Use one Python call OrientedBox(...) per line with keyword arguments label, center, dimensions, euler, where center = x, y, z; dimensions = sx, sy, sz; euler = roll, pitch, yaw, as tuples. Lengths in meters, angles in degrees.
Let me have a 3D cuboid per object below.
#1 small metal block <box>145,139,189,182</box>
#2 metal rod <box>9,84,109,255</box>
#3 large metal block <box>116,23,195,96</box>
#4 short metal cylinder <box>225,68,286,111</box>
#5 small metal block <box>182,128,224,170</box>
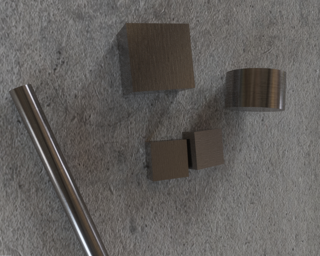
OrientedBox(label="small metal block", center=(0.009, 0.042, 0.414), dimensions=(0.050, 0.025, 0.050), euler=(-4, 92, -20))
OrientedBox(label="metal rod", center=(-0.103, 0.092, 0.371), dimensions=(0.025, 0.025, 0.299), euler=(-25, 98, -19))
OrientedBox(label="large metal block", center=(-0.006, -0.086, 0.394), dimensions=(0.081, 0.050, 0.079), euler=(-7, 93, -20))
OrientedBox(label="short metal cylinder", center=(0.132, -0.050, 0.430), dimensions=(0.081, 0.080, 0.050), euler=(3, 89, -20))
OrientedBox(label="small metal block", center=(0.060, 0.028, 0.426), dimensions=(0.050, 0.025, 0.050), euler=(-6, 93, -35))
